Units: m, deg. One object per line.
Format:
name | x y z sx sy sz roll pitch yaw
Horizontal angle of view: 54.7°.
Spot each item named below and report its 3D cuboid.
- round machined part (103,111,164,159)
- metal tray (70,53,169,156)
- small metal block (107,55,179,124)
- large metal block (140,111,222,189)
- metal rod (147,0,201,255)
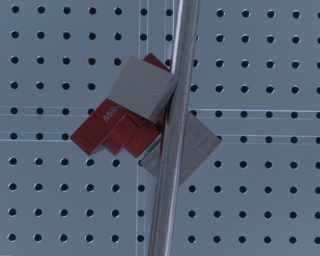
round machined part | -0.022 -0.001 0.380 0.042 0.098 0.098 42 90 0
metal tray | -0.044 -0.026 0.380 0.030 0.090 0.130 43 90 0
small metal block | -0.017 -0.039 0.315 0.050 0.025 0.050 28 88 18
large metal block | 0.023 0.027 0.383 0.050 0.080 0.080 43 90 -1
metal rod | 0.014 0.011 0.333 0.025 0.025 0.298 7 90 -1
